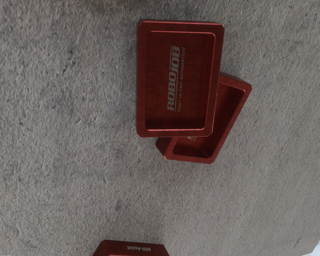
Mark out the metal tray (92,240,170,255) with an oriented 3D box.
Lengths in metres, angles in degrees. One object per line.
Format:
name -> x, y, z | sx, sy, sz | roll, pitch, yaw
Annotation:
metal tray -> -0.057, 0.235, 0.517 | 0.131, 0.030, 0.090 | 21, 107, -36

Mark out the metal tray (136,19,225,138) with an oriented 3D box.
metal tray -> 0.019, -0.054, 0.353 | 0.091, 0.030, 0.129 | -1, 114, -8

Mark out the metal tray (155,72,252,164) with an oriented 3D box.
metal tray -> 0.059, -0.015, 0.426 | 0.091, 0.030, 0.129 | 11, 113, -33
